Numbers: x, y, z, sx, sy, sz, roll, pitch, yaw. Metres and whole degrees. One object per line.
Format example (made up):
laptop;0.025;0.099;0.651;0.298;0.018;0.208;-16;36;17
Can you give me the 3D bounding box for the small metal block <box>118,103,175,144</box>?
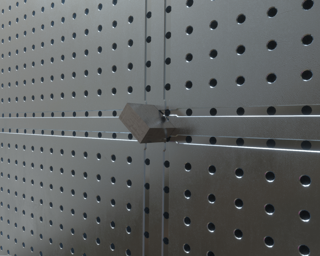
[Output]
small metal block;-0.017;-0.007;0.405;0.050;0.050;0.025;47;118;29
